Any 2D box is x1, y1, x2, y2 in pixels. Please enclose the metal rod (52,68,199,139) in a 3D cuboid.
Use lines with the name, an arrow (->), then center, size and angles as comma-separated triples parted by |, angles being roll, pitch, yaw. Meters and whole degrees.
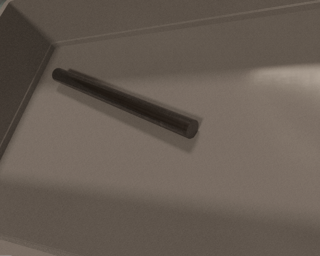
metal rod -> -0.071, -0.047, 0.470 | 0.300, 0.025, 0.025 | 24, 74, 36
